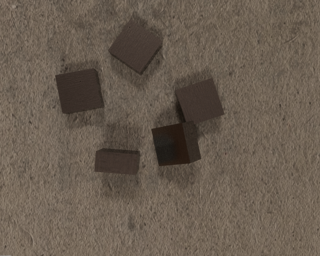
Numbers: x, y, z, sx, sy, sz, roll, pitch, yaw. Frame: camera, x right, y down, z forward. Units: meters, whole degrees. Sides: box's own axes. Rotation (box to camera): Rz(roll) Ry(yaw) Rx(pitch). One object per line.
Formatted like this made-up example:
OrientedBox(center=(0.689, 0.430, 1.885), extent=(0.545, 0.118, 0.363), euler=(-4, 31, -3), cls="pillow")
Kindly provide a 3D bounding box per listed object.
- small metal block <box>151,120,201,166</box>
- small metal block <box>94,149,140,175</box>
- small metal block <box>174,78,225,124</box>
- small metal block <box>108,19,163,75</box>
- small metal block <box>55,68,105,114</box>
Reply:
OrientedBox(center=(0.020, 0.020, 0.397), extent=(0.050, 0.025, 0.050), euler=(-11, 90, 40), cls="small metal block")
OrientedBox(center=(-0.053, 0.042, 0.397), extent=(0.050, 0.050, 0.025), euler=(5, 90, -1), cls="small metal block")
OrientedBox(center=(0.052, -0.033, 0.411), extent=(0.050, 0.025, 0.050), euler=(-19, 90, -1), cls="small metal block")
OrientedBox(center=(-0.032, -0.106, 0.410), extent=(0.050, 0.025, 0.050), euler=(35, 90, -1), cls="small metal block")
OrientedBox(center=(-0.105, -0.048, 0.409), extent=(0.050, 0.025, 0.050), euler=(-11, 90, -1), cls="small metal block")
